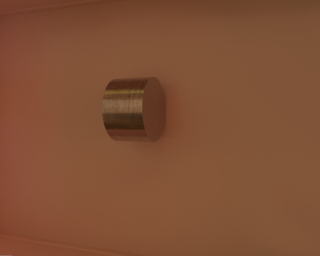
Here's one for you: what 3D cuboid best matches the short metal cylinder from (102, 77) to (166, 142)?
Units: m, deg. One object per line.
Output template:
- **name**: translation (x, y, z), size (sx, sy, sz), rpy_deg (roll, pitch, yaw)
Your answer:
- **short metal cylinder**: translation (-0.030, -0.023, 0.388), size (0.050, 0.080, 0.079), rpy_deg (0, 90, 20)
